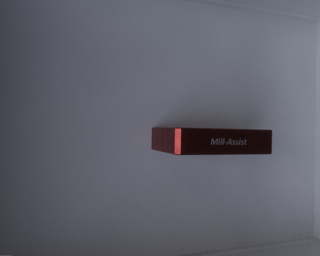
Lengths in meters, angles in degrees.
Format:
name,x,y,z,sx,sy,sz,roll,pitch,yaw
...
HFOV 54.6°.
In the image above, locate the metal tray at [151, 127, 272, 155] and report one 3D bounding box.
name,x,y,z,sx,sy,sz,roll,pitch,yaw
metal tray,0.064,0.016,0.399,0.131,0.090,0.030,1,90,-20
